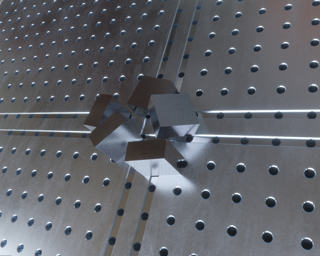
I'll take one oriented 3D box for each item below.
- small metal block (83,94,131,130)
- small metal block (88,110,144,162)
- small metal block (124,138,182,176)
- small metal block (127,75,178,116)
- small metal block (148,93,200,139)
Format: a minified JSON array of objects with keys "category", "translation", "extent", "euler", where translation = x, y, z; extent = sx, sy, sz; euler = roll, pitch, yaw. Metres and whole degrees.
[{"category":"small metal block","translation":[-0.073,-0.013,0.437],"extent":[0.025,0.050,0.050],"euler":[10,67,32]},{"category":"small metal block","translation":[-0.058,0.012,0.414],"extent":[0.050,0.050,0.025],"euler":[-40,51,0]},{"category":"small metal block","translation":[-0.006,0.036,0.372],"extent":[0.050,0.050,0.025],"euler":[-7,59,24]},{"category":"small metal block","translation":[-0.011,-0.044,0.439],"extent":[0.050,0.025,0.050],"euler":[17,70,34]},{"category":"small metal block","translation":[0.016,-0.016,0.391],"extent":[0.050,0.025,0.050],"euler":[-4,56,-17]}]
